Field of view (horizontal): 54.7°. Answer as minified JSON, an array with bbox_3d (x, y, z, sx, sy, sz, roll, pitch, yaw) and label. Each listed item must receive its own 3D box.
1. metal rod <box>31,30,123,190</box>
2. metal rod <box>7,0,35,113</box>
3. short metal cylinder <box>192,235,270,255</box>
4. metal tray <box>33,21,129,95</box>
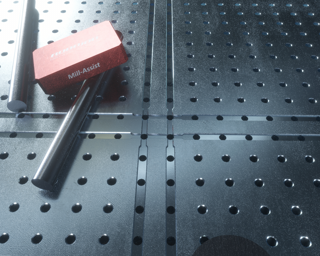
[{"bbox_3d":[-0.105,-0.048,0.447,0.025,0.025,0.300,9,50,7],"label":"metal rod"},{"bbox_3d":[-0.230,-0.142,0.524,0.025,0.025,0.300,-9,51,-8],"label":"metal rod"},{"bbox_3d":[0.061,0.143,0.272,0.081,0.050,0.080,0,50,0],"label":"short metal cylinder"},{"bbox_3d":[-0.123,-0.110,0.470,0.131,0.030,0.090,-24,46,-4],"label":"metal tray"}]
